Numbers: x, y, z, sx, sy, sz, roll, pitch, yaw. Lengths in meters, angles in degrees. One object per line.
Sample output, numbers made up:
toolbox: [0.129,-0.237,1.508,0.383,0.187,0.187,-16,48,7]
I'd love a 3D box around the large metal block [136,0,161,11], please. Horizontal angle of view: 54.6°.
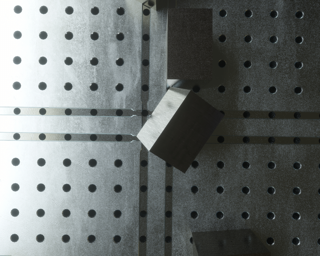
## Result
large metal block: [-0.009,-0.208,0.386,0.050,0.080,0.080,27,90,0]

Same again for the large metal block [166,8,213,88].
large metal block: [0.034,-0.094,0.386,0.050,0.080,0.080,0,90,0]

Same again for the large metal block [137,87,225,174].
large metal block: [0.021,-0.002,0.380,0.050,0.080,0.080,34,90,-17]

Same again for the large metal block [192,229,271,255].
large metal block: [0.085,0.166,0.387,0.080,0.080,0.050,-4,90,0]
